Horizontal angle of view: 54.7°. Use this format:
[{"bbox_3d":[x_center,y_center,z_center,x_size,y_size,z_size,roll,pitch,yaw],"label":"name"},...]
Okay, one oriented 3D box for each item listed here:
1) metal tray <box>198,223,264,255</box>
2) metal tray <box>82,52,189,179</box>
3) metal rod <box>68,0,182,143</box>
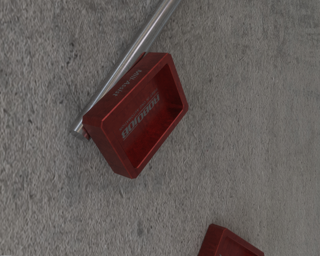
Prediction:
[{"bbox_3d":[0.112,0.220,0.495,0.130,0.030,0.090,39,66,-33],"label":"metal tray"},{"bbox_3d":[-0.020,-0.017,0.364,0.130,0.030,0.090,-51,136,-31],"label":"metal tray"},{"bbox_3d":[-0.019,-0.112,0.388,0.025,0.025,0.300,44,64,-31],"label":"metal rod"}]
